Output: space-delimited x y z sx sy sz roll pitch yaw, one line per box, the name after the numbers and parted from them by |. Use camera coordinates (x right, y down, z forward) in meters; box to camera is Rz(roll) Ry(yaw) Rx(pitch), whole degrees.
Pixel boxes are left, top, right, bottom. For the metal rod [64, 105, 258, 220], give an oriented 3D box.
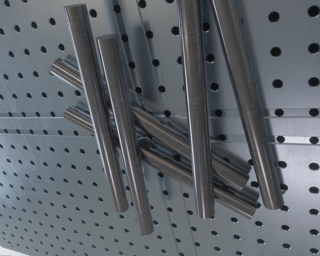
-0.007 0.044 0.442 0.301 0.025 0.025 27 128 11 | metal rod

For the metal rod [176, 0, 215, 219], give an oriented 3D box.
0.042 -0.028 0.351 0.025 0.025 0.298 4 114 26 | metal rod

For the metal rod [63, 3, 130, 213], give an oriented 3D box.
-0.077 -0.006 0.415 0.025 0.025 0.298 7 122 25 | metal rod

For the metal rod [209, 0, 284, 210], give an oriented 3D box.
0.095 -0.035 0.339 0.025 0.025 0.299 -7 115 31 | metal rod

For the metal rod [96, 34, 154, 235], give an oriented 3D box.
-0.040 0.028 0.416 0.025 0.025 0.298 6 121 25 | metal rod

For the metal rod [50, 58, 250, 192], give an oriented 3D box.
-0.018 -0.008 0.416 0.301 0.025 0.025 32 129 7 | metal rod
